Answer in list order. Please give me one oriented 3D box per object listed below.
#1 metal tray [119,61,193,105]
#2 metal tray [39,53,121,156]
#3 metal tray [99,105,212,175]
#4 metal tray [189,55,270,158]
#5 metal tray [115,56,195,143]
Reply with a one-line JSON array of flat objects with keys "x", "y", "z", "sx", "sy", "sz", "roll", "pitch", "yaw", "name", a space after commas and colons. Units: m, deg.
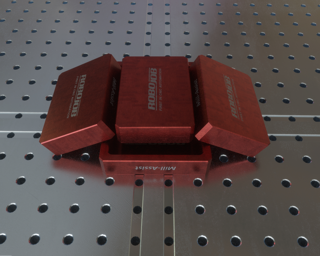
[{"x": -0.006, "y": -0.057, "z": 0.452, "sx": 0.131, "sy": 0.030, "sz": 0.090, "roll": 0, "pitch": 50, "yaw": 0, "name": "metal tray"}, {"x": -0.100, "y": -0.034, "z": 0.408, "sx": 0.090, "sy": 0.030, "sz": 0.130, "roll": -17, "pitch": 47, "yaw": 19, "name": "metal tray"}, {"x": -0.005, "y": 0.013, "z": 0.394, "sx": 0.131, "sy": 0.030, "sz": 0.090, "roll": 0, "pitch": 50, "yaw": 0, "name": "metal tray"}, {"x": 0.087, "y": -0.032, "z": 0.407, "sx": 0.091, "sy": 0.030, "sz": 0.130, "roll": 18, "pitch": 47, "yaw": -21, "name": "metal tray"}, {"x": -0.006, "y": -0.041, "z": 0.399, "sx": 0.091, "sy": 0.030, "sz": 0.130, "roll": 0, "pitch": 50, "yaw": -1, "name": "metal tray"}]
